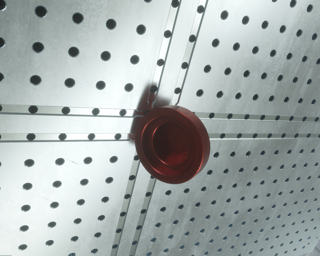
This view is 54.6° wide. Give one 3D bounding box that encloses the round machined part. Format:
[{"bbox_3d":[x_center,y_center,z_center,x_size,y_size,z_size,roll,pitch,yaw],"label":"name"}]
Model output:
[{"bbox_3d":[0.020,0.019,0.398,0.042,0.098,0.097,-21,134,-56],"label":"round machined part"}]
